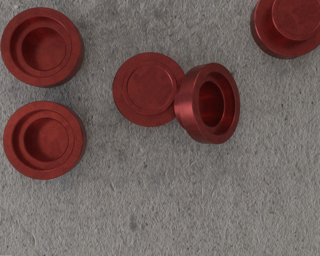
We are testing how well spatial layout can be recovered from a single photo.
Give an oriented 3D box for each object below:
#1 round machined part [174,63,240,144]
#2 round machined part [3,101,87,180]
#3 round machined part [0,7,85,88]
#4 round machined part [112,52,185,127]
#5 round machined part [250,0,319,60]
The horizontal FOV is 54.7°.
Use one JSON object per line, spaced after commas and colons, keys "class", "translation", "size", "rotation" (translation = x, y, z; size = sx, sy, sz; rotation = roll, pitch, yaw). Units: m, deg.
{"class": "round machined part", "translation": [0.055, -0.029, 0.385], "size": [0.099, 0.042, 0.097], "rotation": [1, 88, -45]}
{"class": "round machined part", "translation": [-0.143, 0.015, 0.400], "size": [0.099, 0.042, 0.097], "rotation": [0, 90, 0]}
{"class": "round machined part", "translation": [-0.146, -0.100, 0.400], "size": [0.099, 0.042, 0.097], "rotation": [0, 90, 0]}
{"class": "round machined part", "translation": [-0.012, -0.050, 0.401], "size": [0.099, 0.042, 0.097], "rotation": [0, 90, 0]}
{"class": "round machined part", "translation": [0.172, -0.142, 0.402], "size": [0.099, 0.042, 0.097], "rotation": [0, 90, 0]}
